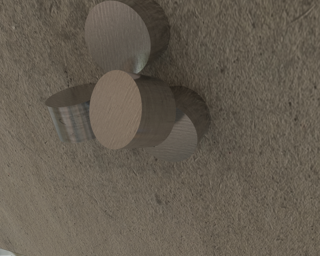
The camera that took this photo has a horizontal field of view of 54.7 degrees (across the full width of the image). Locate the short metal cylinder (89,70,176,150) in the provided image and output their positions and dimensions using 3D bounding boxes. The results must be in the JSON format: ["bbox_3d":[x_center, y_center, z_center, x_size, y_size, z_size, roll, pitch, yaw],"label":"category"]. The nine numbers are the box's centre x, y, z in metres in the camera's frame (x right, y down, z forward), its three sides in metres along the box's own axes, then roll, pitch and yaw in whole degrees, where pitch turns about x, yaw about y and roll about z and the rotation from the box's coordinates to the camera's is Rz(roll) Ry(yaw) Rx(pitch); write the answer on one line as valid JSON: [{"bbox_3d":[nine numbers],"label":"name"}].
[{"bbox_3d":[-0.030,-0.018,0.329,0.080,0.050,0.080,0,90,41],"label":"short metal cylinder"}]

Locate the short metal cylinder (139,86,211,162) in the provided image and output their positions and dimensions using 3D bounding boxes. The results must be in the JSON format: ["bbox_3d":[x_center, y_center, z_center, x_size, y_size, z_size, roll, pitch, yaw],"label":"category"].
[{"bbox_3d":[0.016,-0.005,0.379,0.080,0.050,0.079,13,124,21],"label":"short metal cylinder"}]

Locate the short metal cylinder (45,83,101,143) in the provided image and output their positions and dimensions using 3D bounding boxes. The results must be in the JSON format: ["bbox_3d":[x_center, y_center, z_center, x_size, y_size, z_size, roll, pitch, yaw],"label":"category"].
[{"bbox_3d":[-0.104,-0.022,0.413,0.080,0.080,0.050,3,120,27],"label":"short metal cylinder"}]

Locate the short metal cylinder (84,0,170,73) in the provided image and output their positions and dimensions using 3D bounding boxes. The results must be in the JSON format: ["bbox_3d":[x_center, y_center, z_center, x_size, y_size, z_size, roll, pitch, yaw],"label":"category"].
[{"bbox_3d":[-0.035,-0.104,0.345,0.080,0.050,0.079,13,124,21],"label":"short metal cylinder"}]
